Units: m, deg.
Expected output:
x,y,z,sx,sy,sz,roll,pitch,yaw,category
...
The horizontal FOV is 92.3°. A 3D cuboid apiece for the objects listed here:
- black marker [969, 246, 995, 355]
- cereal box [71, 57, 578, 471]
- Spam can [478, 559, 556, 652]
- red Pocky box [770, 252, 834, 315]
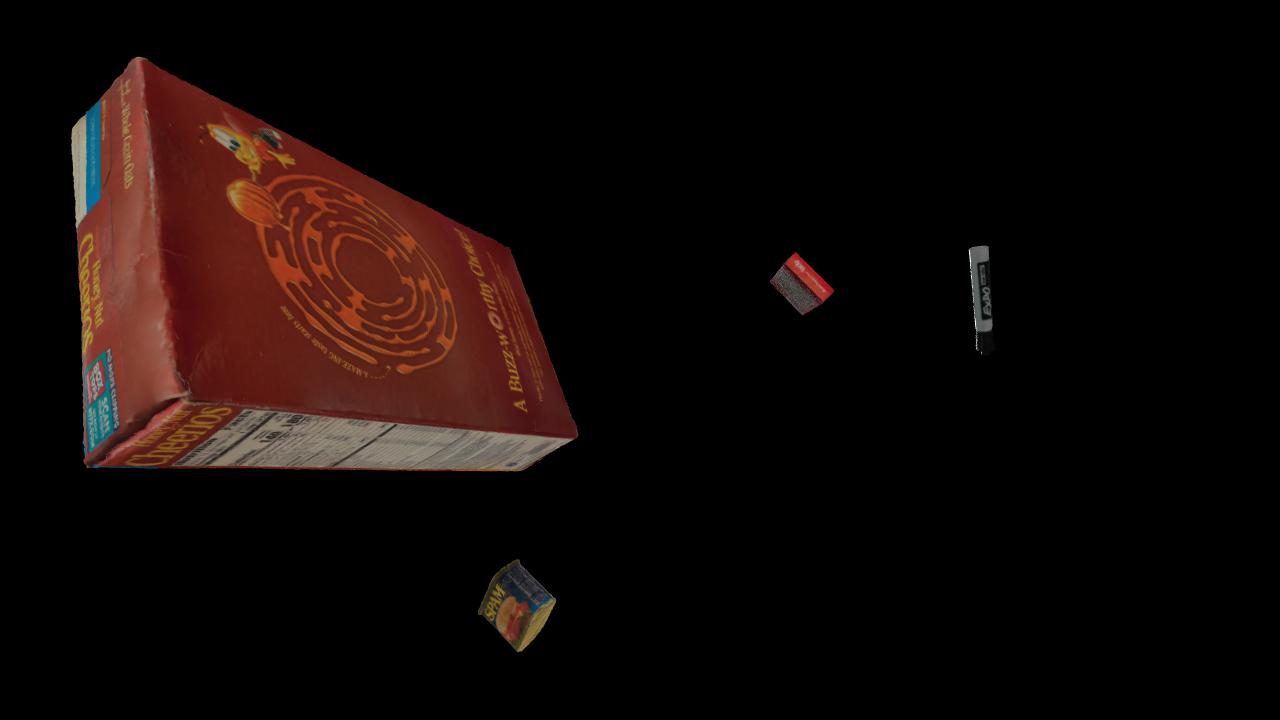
x,y,z,sx,sy,sz,roll,pitch,yaw,category
0.375,-0.064,0.675,0.020,0.121,0.020,-11,14,3,black marker
-0.181,-0.030,0.418,0.081,0.203,0.306,-31,-22,20,cereal box
-0.178,0.358,0.896,0.085,0.101,0.058,37,29,21,Spam can
0.251,-0.116,0.966,0.028,0.083,0.155,-42,-4,1,red Pocky box
